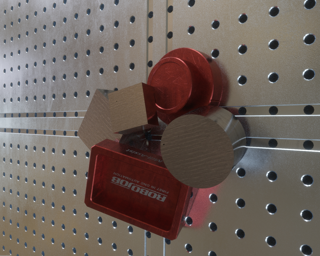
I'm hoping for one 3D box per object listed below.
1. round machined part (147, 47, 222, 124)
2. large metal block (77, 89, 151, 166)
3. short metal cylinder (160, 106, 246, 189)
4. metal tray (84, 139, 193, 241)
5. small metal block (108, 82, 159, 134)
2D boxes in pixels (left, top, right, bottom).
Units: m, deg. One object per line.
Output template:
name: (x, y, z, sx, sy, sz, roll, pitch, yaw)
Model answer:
round machined part: (0.022, -0.050, 0.380, 0.098, 0.042, 0.097, 0, 90, 40)
large metal block: (-0.065, 0.000, 0.447, 0.080, 0.050, 0.080, 43, 116, 31)
short metal cylinder: (0.048, 0.019, 0.339, 0.080, 0.050, 0.079, 8, 108, 27)
metal tray: (-0.028, 0.075, 0.392, 0.130, 0.030, 0.089, 17, 109, 16)
small metal block: (-0.033, -0.022, 0.376, 0.050, 0.025, 0.050, -14, 78, 28)
